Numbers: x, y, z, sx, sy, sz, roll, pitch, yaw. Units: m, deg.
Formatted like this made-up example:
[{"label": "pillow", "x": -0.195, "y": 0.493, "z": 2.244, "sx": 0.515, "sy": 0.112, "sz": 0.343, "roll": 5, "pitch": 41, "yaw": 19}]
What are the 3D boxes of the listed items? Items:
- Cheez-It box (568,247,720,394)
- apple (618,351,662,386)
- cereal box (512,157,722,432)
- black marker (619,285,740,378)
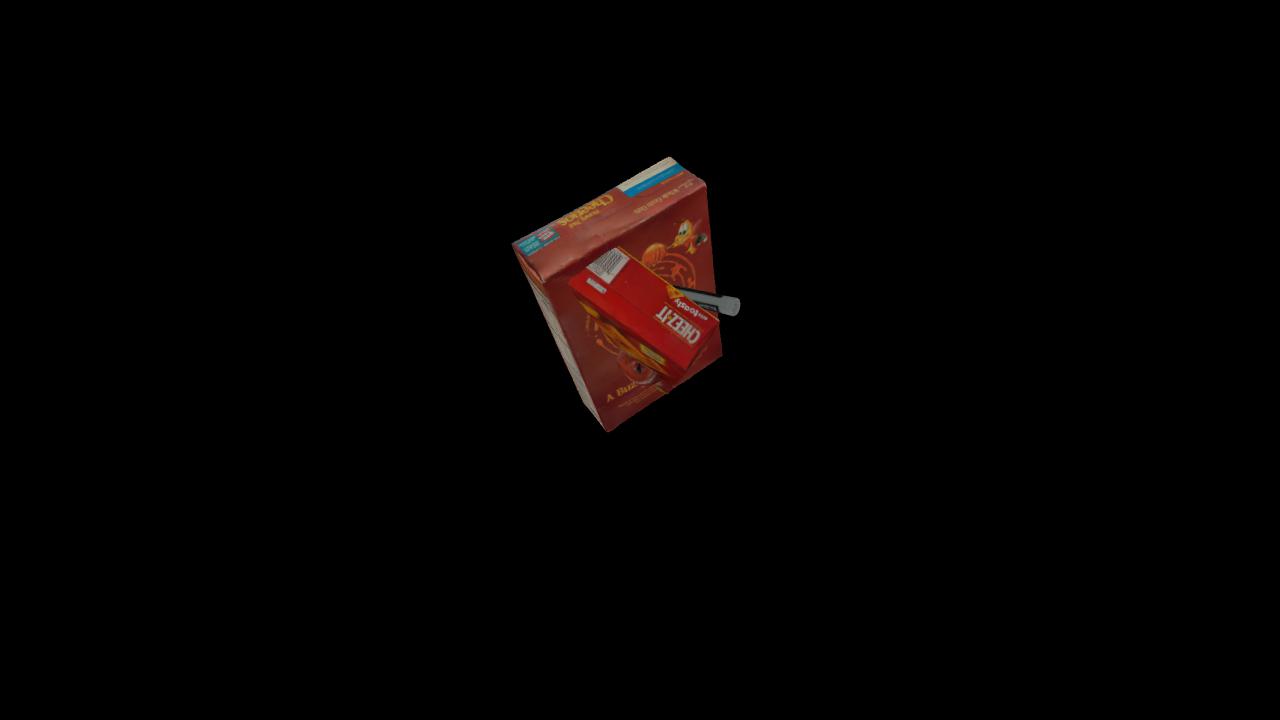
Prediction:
[{"label": "Cheez-It box", "x": -0.008, "y": -0.043, "z": 0.712, "sx": 0.166, "sy": 0.071, "sz": 0.223, "roll": 36, "pitch": -10, "yaw": 3}, {"label": "apple", "x": 0.013, "y": -0.011, "z": 0.741, "sx": 0.079, "sy": 0.079, "sz": 0.093, "roll": 0, "pitch": 29, "yaw": 27}, {"label": "cereal box", "x": -0.007, "y": -0.063, "z": 0.743, "sx": 0.203, "sy": 0.081, "sz": 0.306, "roll": -34, "pitch": -36, "yaw": -13}, {"label": "black marker", "x": 0.050, "y": -0.068, "z": 0.652, "sx": 0.121, "sy": 0.020, "sz": 0.020, "roll": 18, "pitch": 10, "yaw": 35}]
